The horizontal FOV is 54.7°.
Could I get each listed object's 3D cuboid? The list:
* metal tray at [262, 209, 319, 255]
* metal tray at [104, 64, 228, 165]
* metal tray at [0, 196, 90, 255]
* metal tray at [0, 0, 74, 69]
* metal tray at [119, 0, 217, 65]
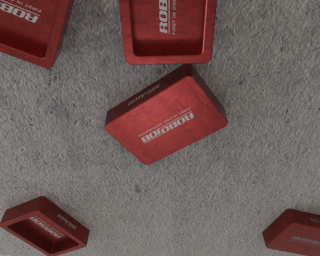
[{"bbox_3d":[0.272,0.198,0.575,0.131,0.030,0.089,15,129,-13],"label":"metal tray"},{"bbox_3d":[0.007,-0.012,0.394,0.130,0.030,0.090,-29,125,22],"label":"metal tray"},{"bbox_3d":[-0.202,0.181,0.555,0.090,0.030,0.130,-23,127,18],"label":"metal tray"},{"bbox_3d":[-0.156,-0.122,0.298,0.131,0.030,0.089,19,128,-16],"label":"metal tray"},{"bbox_3d":[0.007,-0.126,0.296,0.091,0.030,0.129,-1,130,0],"label":"metal tray"}]
